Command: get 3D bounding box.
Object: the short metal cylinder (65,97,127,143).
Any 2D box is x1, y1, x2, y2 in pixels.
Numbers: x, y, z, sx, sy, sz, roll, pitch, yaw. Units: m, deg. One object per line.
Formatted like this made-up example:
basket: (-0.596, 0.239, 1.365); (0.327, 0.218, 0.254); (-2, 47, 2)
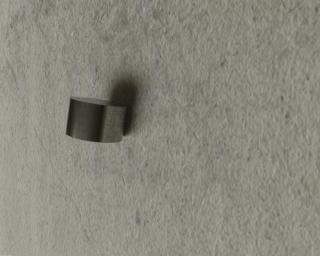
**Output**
short metal cylinder: (-0.090, -0.013, 0.441); (0.080, 0.081, 0.050); (16, 100, 38)
